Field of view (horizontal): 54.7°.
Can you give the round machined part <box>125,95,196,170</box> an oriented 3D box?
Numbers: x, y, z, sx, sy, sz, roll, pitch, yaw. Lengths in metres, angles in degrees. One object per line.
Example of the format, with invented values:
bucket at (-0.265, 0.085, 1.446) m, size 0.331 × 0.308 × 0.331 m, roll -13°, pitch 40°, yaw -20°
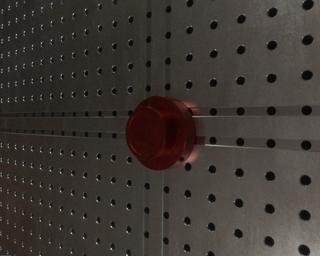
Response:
round machined part at (-0.006, 0.006, 0.402) m, size 0.098 × 0.042 × 0.097 m, roll 0°, pitch 90°, yaw 39°
